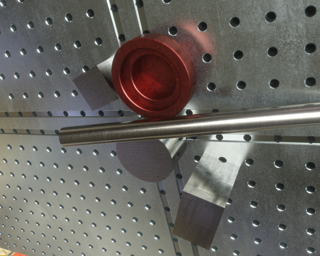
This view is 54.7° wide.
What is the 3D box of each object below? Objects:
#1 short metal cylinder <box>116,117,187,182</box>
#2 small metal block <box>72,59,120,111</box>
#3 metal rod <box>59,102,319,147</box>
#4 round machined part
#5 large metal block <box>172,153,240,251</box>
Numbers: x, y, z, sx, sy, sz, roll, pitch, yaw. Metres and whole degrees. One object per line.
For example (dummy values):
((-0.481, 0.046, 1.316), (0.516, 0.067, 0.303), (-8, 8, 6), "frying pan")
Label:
((-0.011, 0.025, 0.415), (0.080, 0.050, 0.079), (13, 124, 20), "short metal cylinder")
((-0.081, -0.057, 0.417), (0.050, 0.025, 0.050), (-20, 108, 35), "small metal block")
((0.026, -0.002, 0.349), (0.301, 0.025, 0.025), (-5, 117, 14), "metal rod")
((-0.004, -0.062, 0.363), (0.098, 0.042, 0.097), (13, 124, 20), "round machined part")
((0.060, 0.093, 0.401), (0.050, 0.080, 0.079), (20, 126, 16), "large metal block")
